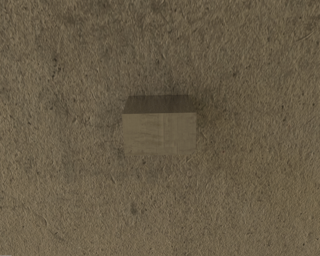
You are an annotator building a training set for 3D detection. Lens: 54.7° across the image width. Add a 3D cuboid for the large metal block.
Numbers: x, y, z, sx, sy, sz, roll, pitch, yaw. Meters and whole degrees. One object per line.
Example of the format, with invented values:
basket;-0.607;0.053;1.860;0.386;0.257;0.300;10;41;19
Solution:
large metal block;0.000;-0.006;0.380;0.081;0.080;0.050;-1;110;0
